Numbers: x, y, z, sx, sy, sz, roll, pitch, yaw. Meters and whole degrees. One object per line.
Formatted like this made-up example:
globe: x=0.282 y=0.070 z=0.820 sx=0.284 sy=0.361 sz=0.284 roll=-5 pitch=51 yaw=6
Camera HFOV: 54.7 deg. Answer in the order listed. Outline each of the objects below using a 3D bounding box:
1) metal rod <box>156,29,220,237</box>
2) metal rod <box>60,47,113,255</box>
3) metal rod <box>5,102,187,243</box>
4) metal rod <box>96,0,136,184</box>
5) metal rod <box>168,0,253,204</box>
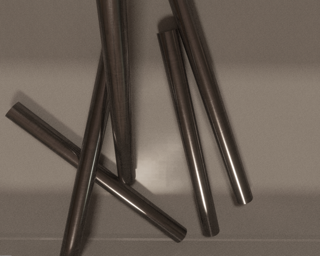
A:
metal rod: x=0.043 y=0.020 z=0.419 sx=0.025 sy=0.025 sz=0.298 roll=-13 pitch=110 yaw=4
metal rod: x=-0.090 y=0.037 z=0.399 sx=0.025 sy=0.025 sz=0.298 roll=13 pitch=101 yaw=-5
metal rod: x=-0.079 y=0.069 z=0.435 sx=0.300 sy=0.025 sz=0.025 roll=40 pitch=105 yaw=-14
metal rod: x=-0.043 y=-0.035 z=0.331 sx=0.025 sy=0.025 sz=0.298 roll=1 pitch=136 yaw=-1
metal rod: x=0.071 y=-0.028 z=0.402 sx=0.025 sy=0.025 sz=0.298 roll=-19 pitch=109 yaw=6
